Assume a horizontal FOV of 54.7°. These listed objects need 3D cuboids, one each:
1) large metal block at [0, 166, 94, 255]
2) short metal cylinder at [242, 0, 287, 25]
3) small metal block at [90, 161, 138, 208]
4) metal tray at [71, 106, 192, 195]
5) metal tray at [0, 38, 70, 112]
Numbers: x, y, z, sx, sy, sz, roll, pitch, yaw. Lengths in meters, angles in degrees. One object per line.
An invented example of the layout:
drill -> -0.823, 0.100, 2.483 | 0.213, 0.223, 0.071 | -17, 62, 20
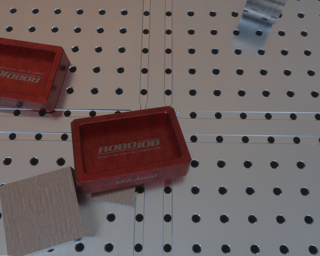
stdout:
large metal block -> -0.130, 0.099, 0.361 | 0.081, 0.050, 0.080 | -16, 71, -6
short metal cylinder -> 0.161, -0.200, 0.458 | 0.050, 0.080, 0.080 | 22, 71, 7
small metal block -> -0.054, 0.069, 0.386 | 0.050, 0.025, 0.050 | 9, 70, 3
metal tray -> -0.037, 0.023, 0.378 | 0.131, 0.030, 0.090 | -9, 53, -11
metal tray -> -0.205, -0.077, 0.434 | 0.131, 0.030, 0.090 | 9, 70, 3
